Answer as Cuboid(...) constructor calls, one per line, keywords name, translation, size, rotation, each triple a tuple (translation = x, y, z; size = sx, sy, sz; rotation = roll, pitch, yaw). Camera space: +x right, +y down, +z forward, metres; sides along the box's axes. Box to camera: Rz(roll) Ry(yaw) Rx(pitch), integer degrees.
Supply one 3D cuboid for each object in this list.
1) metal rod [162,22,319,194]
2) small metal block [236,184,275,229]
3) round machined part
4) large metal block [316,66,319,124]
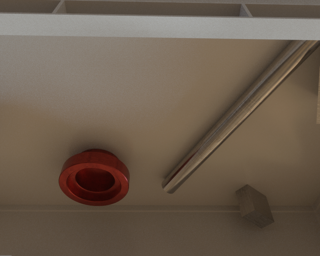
Cuboid(name="metal rod", translation=(0.090, -0.005, 0.406), size=(0.025, 0.025, 0.298), rotation=(24, 126, -20))
Cuboid(name="small metal block", translation=(0.154, 0.127, 0.504), size=(0.050, 0.050, 0.025), rotation=(33, 122, -25))
Cuboid(name="round machined part", translation=(-0.094, 0.069, 0.455), size=(0.099, 0.042, 0.097), rotation=(-1, 130, 0))
Cuboid(name="large metal block", translation=(0.220, -0.046, 0.336), size=(0.080, 0.050, 0.080), rotation=(7, 136, 30))
